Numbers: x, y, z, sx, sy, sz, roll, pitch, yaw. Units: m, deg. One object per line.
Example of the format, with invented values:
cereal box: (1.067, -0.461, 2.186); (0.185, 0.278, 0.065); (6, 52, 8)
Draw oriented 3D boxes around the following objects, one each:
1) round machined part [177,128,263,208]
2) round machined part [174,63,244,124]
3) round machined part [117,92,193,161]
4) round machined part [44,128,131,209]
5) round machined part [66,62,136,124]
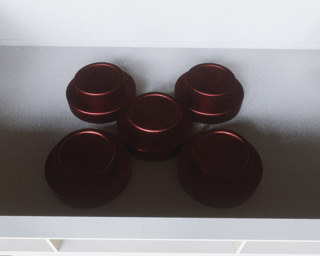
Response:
round machined part: (0.070, 0.039, 0.361); (0.099, 0.042, 0.098); (0, 50, 0)
round machined part: (0.070, -0.055, 0.440); (0.099, 0.042, 0.098); (0, 50, 0)
round machined part: (-0.007, -0.009, 0.399); (0.099, 0.042, 0.098); (0, 50, 0)
round machined part: (-0.083, 0.039, 0.358); (0.099, 0.042, 0.098); (0, 50, 0)
round machined part: (-0.084, -0.056, 0.438); (0.099, 0.042, 0.098); (0, 50, 0)
